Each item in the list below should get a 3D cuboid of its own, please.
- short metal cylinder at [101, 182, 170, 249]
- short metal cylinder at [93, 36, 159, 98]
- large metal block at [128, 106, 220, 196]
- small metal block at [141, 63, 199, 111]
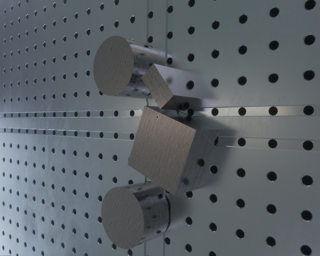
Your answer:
[{"bbox_3d":[-0.034,0.116,0.421,0.080,0.050,0.079,0,90,40],"label":"short metal cylinder"},{"bbox_3d":[-0.048,-0.083,0.432,0.080,0.050,0.079,0,90,40],"label":"short metal cylinder"},{"bbox_3d":[0.015,0.024,0.381,0.080,0.050,0.079,27,107,36],"label":"large metal block"},{"bbox_3d":[0.013,-0.049,0.383,0.025,0.050,0.050,-45,63,31],"label":"small metal block"}]
